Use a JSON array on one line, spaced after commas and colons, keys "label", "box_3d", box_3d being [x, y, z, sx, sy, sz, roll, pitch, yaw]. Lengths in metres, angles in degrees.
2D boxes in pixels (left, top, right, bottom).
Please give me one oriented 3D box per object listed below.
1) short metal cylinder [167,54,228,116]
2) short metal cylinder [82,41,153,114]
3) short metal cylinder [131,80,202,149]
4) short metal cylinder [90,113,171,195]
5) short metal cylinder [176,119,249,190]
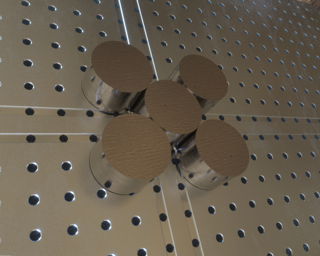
[{"label": "short metal cylinder", "box_3d": [0.052, -0.061, 0.456, 0.081, 0.050, 0.080, 14, 56, -21]}, {"label": "short metal cylinder", "box_3d": [-0.056, -0.065, 0.402, 0.081, 0.050, 0.080, 14, 56, -21]}, {"label": "short metal cylinder", "box_3d": [0.007, -0.016, 0.407, 0.081, 0.050, 0.080, 14, 56, -21]}, {"label": "short metal cylinder", "box_3d": [-0.034, 0.030, 0.355, 0.081, 0.050, 0.080, 14, 56, -21]}, {"label": "short metal cylinder", "box_3d": [0.069, 0.035, 0.409, 0.081, 0.050, 0.080, 14, 56, -21]}]
